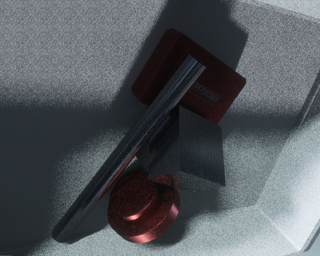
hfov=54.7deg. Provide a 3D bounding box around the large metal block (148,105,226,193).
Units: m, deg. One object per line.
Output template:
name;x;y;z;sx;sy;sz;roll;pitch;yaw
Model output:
large metal block;0.034;0.029;0.383;0.080;0.080;0.050;24;146;-37

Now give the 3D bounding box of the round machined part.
round machined part;-0.027;0.095;0.408;0.098;0.098;0.042;-35;129;-5

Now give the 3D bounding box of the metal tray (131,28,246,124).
metal tray;0.040;-0.054;0.396;0.131;0.030;0.090;23;106;-37

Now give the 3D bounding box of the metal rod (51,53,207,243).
metal rod;-0.048;0.037;0.380;0.025;0.025;0.299;24;113;-37

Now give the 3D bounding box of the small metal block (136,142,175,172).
small metal block;-0.003;0.040;0.417;0.050;0.050;0.025;24;106;-37
